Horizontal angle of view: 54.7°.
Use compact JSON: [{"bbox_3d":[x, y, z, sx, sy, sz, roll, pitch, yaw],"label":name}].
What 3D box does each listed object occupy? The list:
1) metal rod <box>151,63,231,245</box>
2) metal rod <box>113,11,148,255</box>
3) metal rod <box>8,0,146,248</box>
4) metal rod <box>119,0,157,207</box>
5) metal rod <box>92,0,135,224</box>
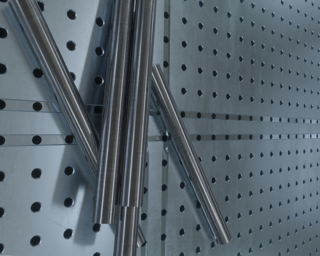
[{"bbox_3d":[0.045,0.049,0.449,0.025,0.025,0.299,-38,113,-34],"label":"metal rod"},{"bbox_3d":[-0.030,0.002,0.363,0.025,0.025,0.299,13,75,-40],"label":"metal rod"},{"bbox_3d":[-0.081,0.009,0.342,0.025,0.025,0.298,-34,111,-35],"label":"metal rod"},{"bbox_3d":[-0.022,-0.065,0.351,0.025,0.025,0.299,13,75,-40],"label":"metal rod"},{"bbox_3d":[-0.049,-0.049,0.347,0.025,0.025,0.299,13,75,-40],"label":"metal rod"}]
